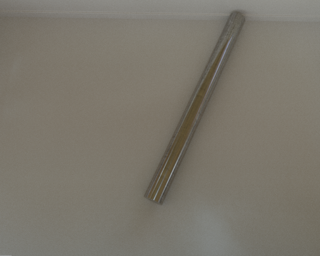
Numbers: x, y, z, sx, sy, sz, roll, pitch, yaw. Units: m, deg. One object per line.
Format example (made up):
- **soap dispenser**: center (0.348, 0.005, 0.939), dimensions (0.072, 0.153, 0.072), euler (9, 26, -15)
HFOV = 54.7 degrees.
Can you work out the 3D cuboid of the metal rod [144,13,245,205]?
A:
- **metal rod**: center (0.055, -0.039, 0.424), dimensions (0.025, 0.025, 0.300), euler (24, 71, 8)
